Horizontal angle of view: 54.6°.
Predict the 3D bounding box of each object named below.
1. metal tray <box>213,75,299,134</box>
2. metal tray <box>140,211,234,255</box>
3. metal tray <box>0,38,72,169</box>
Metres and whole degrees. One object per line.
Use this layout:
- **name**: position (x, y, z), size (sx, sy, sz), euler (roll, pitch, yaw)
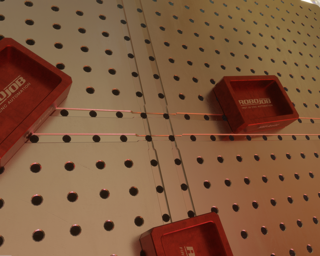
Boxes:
- **metal tray**: position (0.161, -0.042, 0.516), size (0.131, 0.030, 0.090), euler (-7, 65, -31)
- **metal tray**: position (0.041, 0.163, 0.326), size (0.091, 0.030, 0.130), euler (-5, 64, -30)
- **metal tray**: position (-0.169, -0.031, 0.332), size (0.090, 0.030, 0.130), euler (34, 51, -6)
